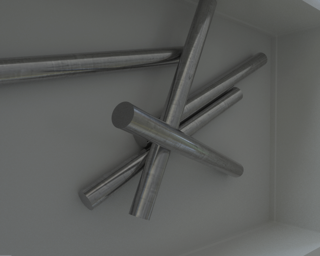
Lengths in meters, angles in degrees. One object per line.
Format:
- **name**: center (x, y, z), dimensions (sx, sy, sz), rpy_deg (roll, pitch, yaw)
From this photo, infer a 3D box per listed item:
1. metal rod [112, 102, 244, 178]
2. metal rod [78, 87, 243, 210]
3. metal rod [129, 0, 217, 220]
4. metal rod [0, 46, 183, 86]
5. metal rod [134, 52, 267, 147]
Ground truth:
- **metal rod**: center (0.047, 0.029, 0.393), dimensions (0.301, 0.025, 0.025), rpy_deg (27, 73, -54)
- **metal rod**: center (0.022, 0.012, 0.424), dimensions (0.302, 0.025, 0.025), rpy_deg (-33, 111, -35)
- **metal rod**: center (0.021, -0.036, 0.390), dimensions (0.025, 0.025, 0.299), rpy_deg (29, 72, -36)
- **metal rod**: center (-0.066, -0.074, 0.350), dimensions (0.302, 0.025, 0.025), rpy_deg (-16, 100, -39)
- **metal rod**: center (0.079, -0.056, 0.471), dimensions (0.302, 0.025, 0.025), rpy_deg (-34, 111, -35)
